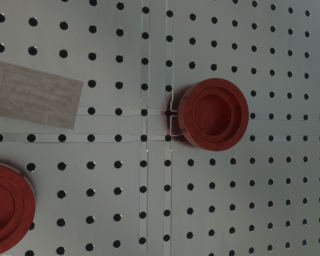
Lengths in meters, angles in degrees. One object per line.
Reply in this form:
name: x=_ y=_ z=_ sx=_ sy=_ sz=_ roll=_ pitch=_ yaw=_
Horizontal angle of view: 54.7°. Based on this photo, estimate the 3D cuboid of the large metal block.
large metal block: x=-0.132 y=-0.031 z=0.334 sx=0.081 sy=0.080 sz=0.050 roll=12 pitch=86 yaw=-20

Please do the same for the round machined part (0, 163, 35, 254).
round machined part: x=-0.187 y=0.085 z=0.335 sx=0.099 sy=0.042 sz=0.097 roll=0 pitch=90 yaw=-20

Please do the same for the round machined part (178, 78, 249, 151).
round machined part: x=0.070 y=-0.018 z=0.429 sx=0.099 sy=0.042 sz=0.097 roll=0 pitch=90 yaw=-20
